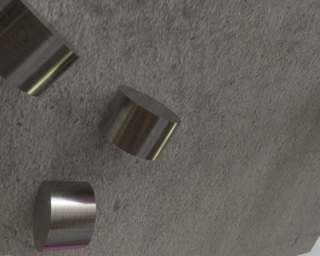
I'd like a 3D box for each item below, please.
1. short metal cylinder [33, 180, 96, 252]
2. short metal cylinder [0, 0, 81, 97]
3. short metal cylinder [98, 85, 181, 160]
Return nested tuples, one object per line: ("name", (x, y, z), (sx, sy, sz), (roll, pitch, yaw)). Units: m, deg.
("short metal cylinder", (-0.117, 0.104, 0.373), (0.050, 0.080, 0.079), (9, 114, -33))
("short metal cylinder", (-0.115, -0.073, 0.264), (0.050, 0.080, 0.080), (-43, 130, 1))
("short metal cylinder", (-0.023, -0.007, 0.356), (0.080, 0.080, 0.050), (21, 107, -36))
